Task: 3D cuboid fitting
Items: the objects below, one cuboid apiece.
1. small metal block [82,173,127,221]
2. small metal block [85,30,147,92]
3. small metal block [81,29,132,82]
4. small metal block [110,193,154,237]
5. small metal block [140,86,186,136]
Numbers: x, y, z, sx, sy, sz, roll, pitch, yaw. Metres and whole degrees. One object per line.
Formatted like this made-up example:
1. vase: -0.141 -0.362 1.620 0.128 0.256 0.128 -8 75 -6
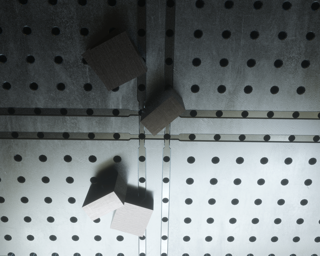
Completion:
1. small metal block: -0.076 0.096 0.434 0.050 0.050 0.025 -28 108 9
2. small metal block: -0.048 -0.078 0.357 0.050 0.025 0.050 -26 108 8
3. small metal block: -0.059 -0.086 0.381 0.050 0.025 0.050 -34 107 11
4. small metal block: -0.041 0.128 0.460 0.050 0.025 0.050 18 109 -7
5. small metal block: 0.003 -0.023 0.392 0.050 0.050 0.025 -40 106 13
